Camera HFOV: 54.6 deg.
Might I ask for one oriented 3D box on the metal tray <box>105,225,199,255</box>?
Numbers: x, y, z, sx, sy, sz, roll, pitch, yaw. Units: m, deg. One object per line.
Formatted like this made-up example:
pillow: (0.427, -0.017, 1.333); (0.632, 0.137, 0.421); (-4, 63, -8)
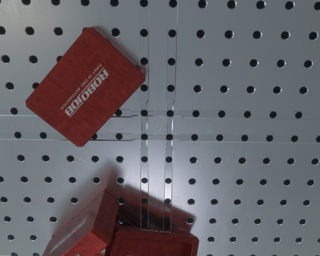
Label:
metal tray: (-0.013, 0.193, 0.443); (0.131, 0.030, 0.090); (13, 84, -22)

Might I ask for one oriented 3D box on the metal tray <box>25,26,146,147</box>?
metal tray: (-0.092, -0.050, 0.392); (0.090, 0.030, 0.130); (42, 105, -14)

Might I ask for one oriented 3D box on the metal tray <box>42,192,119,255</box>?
metal tray: (-0.117, 0.159, 0.436); (0.130, 0.090, 0.030); (-42, 105, 14)

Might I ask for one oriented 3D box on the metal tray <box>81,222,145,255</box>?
metal tray: (-0.062, 0.204, 0.478); (0.130, 0.030, 0.090); (37, 106, -18)
